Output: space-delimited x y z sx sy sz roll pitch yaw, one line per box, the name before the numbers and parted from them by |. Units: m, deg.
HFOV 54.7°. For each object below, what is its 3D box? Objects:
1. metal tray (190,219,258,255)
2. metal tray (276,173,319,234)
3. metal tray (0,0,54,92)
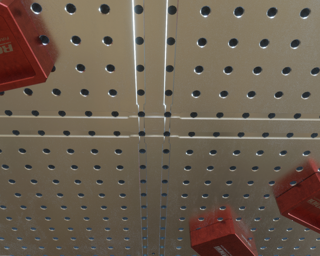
metal tray | 0.129 0.236 0.611 0.090 0.030 0.130 -26 126 20
metal tray | 0.277 0.134 0.526 0.131 0.030 0.090 28 124 -23
metal tray | -0.197 -0.082 0.335 0.131 0.030 0.090 -11 130 8
